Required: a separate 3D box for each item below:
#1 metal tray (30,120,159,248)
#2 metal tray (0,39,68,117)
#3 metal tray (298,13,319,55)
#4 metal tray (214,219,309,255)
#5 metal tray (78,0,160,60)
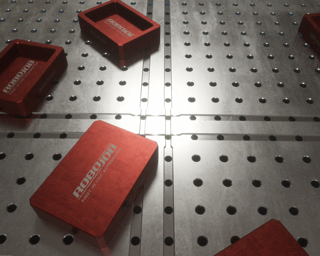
[{"bbox_3d":[-0.069,0.057,0.356,0.090,0.030,0.130,21,53,16],"label":"metal tray"},{"bbox_3d":[-0.211,-0.080,0.468,0.090,0.030,0.130,12,51,9],"label":"metal tray"},{"bbox_3d":[0.315,-0.154,0.538,0.091,0.030,0.130,-8,51,-7],"label":"metal tray"},{"bbox_3d":[0.083,0.153,0.277,0.131,0.030,0.090,-24,54,-19],"label":"metal tray"},{"bbox_3d":[-0.073,-0.181,0.554,0.091,0.030,0.130,-34,58,-26],"label":"metal tray"}]
